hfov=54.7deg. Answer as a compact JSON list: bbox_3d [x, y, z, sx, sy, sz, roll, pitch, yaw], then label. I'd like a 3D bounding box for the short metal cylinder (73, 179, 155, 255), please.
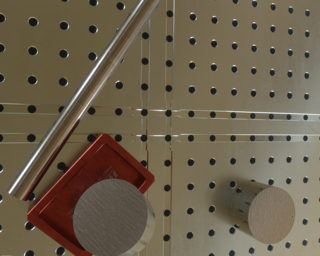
[{"bbox_3d":[-0.049,0.102,0.347,0.080,0.050,0.080,-3,66,7],"label":"short metal cylinder"}]

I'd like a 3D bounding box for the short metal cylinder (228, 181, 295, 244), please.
[{"bbox_3d":[0.148,0.122,0.454,0.081,0.050,0.080,0,90,-20],"label":"short metal cylinder"}]

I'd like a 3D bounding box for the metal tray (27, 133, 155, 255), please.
[{"bbox_3d":[-0.081,0.081,0.379,0.090,0.030,0.130,45,76,-15],"label":"metal tray"}]

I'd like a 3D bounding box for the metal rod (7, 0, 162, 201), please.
[{"bbox_3d":[-0.085,-0.049,0.380,0.025,0.025,0.300,35,79,-17],"label":"metal rod"}]
